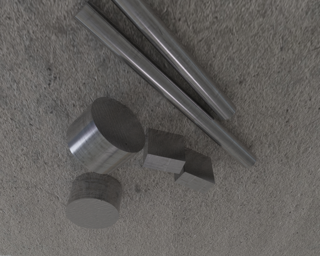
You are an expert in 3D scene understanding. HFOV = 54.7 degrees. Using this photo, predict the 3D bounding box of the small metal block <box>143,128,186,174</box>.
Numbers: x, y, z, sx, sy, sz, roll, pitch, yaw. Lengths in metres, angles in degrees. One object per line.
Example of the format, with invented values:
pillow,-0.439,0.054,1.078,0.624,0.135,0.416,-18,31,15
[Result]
small metal block,0.005,0.030,0.417,0.050,0.050,0.025,13,129,-11

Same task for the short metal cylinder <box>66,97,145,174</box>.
short metal cylinder,-0.065,0.009,0.378,0.080,0.080,0.050,35,122,-26

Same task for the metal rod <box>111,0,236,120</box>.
metal rod,-0.012,-0.107,0.315,0.025,0.025,0.300,-33,123,24

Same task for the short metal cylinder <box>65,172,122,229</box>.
short metal cylinder,-0.102,0.115,0.487,0.081,0.050,0.079,0,130,0

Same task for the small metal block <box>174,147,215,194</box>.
small metal block,0.048,0.059,0.442,0.050,0.050,0.025,25,126,-20

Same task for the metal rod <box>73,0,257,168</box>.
metal rod,0.025,-0.035,0.377,0.025,0.025,0.301,-36,122,26
